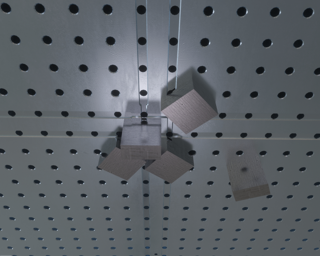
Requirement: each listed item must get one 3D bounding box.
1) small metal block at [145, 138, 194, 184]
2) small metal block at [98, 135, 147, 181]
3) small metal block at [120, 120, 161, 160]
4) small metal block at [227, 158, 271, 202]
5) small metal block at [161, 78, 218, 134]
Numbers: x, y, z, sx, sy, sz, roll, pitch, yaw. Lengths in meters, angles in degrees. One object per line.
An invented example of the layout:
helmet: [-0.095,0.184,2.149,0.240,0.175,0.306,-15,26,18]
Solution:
small metal block: [0.013,0.049,0.453,0.050,0.025,0.050,32,123,-24]
small metal block: [-0.054,0.044,0.448,0.050,0.025,0.050,29,124,-23]
small metal block: [-0.024,0.015,0.407,0.050,0.050,0.025,1,130,-1]
small metal block: [0.131,0.076,0.461,0.050,0.050,0.025,-16,128,13]
small metal block: [0.036,-0.026,0.389,0.050,0.025,0.050,-34,123,25]
